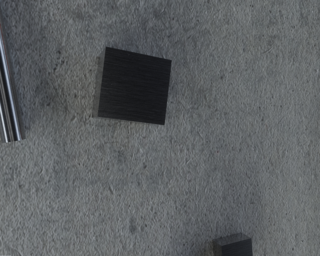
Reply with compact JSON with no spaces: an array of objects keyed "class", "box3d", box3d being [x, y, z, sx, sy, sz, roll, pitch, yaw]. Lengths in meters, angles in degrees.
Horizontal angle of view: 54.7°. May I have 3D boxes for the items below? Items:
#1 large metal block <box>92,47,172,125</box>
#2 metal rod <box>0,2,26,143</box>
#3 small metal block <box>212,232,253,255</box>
[{"class":"large metal block","box3d":[-0.036,-0.048,0.383,0.081,0.050,0.080,7,88,-20]},{"class":"metal rod","box3d":[-0.188,-0.132,0.339,0.025,0.025,0.298,-11,94,-20]},{"class":"small metal block","box3d":[0.106,0.186,0.450,0.050,0.025,0.050,-6,92,-20]}]
